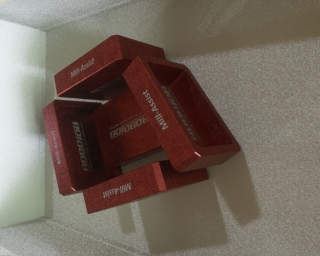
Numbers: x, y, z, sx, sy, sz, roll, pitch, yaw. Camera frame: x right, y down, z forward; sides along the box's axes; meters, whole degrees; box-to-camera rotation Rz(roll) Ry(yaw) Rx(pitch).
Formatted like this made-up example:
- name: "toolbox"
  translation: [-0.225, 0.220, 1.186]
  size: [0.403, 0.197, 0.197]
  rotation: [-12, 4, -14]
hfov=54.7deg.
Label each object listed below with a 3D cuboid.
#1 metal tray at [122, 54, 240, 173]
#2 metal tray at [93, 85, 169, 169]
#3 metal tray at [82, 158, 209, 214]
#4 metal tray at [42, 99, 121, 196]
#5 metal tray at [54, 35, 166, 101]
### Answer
- name: "metal tray"
  translation: [0.024, -0.019, 0.341]
  size: [0.030, 0.091, 0.130]
  rotation: [-44, 64, 32]
- name: "metal tray"
  translation: [-0.033, -0.005, 0.425]
  size: [0.130, 0.030, 0.090]
  rotation: [-25, 75, 37]
- name: "metal tray"
  translation: [-0.019, 0.069, 0.375]
  size: [0.130, 0.091, 0.030]
  rotation: [-26, 74, 37]
- name: "metal tray"
  translation: [-0.111, 0.026, 0.451]
  size: [0.030, 0.091, 0.129]
  rotation: [-27, 74, 37]
- name: "metal tray"
  translation: [-0.067, -0.074, 0.415]
  size: [0.130, 0.091, 0.030]
  rotation: [-20, 78, 38]
